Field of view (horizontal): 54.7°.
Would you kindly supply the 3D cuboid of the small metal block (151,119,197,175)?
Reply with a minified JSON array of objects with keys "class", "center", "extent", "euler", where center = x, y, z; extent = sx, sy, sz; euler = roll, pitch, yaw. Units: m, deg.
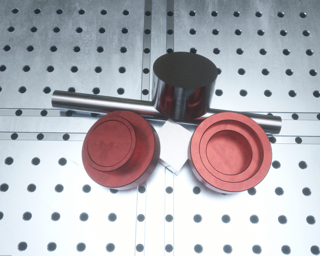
[{"class":"small metal block","center":[0.017,0.024,0.399],"extent":[0.050,0.025,0.050],"euler":[35,73,11]}]

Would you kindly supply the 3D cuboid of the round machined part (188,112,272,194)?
[{"class":"round machined part","center":[0.083,0.032,0.385],"extent":[0.099,0.042,0.098],"euler":[1,72,-3]}]

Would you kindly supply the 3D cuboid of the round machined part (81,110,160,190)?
[{"class":"round machined part","center":[-0.053,0.023,0.376],"extent":[0.098,0.042,0.098],"euler":[-6,70,17]}]

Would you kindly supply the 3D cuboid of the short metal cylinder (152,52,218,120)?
[{"class":"short metal cylinder","center":[0.030,-0.056,0.399],"extent":[0.081,0.050,0.080],"euler":[3,44,-2]}]

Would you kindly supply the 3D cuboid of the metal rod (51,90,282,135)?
[{"class":"metal rod","center":[0.007,-0.021,0.416],"extent":[0.302,0.025,0.025],"euler":[7,70,2]}]
